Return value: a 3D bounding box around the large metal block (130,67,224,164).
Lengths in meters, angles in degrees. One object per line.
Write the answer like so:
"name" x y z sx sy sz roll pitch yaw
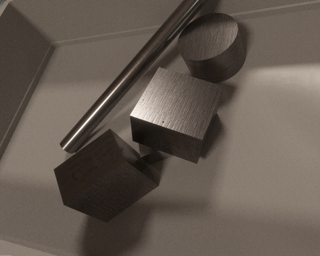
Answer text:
"large metal block" 0.021 -0.016 0.360 0.080 0.050 0.080 19 56 12

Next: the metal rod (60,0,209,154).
"metal rod" -0.037 -0.079 0.434 0.299 0.025 0.025 -47 51 9

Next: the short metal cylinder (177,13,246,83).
"short metal cylinder" 0.070 -0.107 0.418 0.080 0.050 0.080 -13 56 20

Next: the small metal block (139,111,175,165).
"small metal block" 0.000 0.013 0.397 0.050 0.025 0.050 -22 54 14

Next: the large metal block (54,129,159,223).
"large metal block" -0.061 0.059 0.365 0.080 0.080 0.050 -36 52 4
